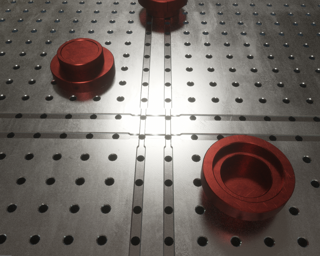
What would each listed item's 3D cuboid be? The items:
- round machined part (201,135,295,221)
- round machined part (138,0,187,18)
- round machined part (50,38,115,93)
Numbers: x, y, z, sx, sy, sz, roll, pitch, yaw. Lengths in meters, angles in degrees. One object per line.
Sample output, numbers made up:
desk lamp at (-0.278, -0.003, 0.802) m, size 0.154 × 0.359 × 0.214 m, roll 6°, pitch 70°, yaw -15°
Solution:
round machined part at (0.095, 0.058, 0.349) m, size 0.099 × 0.042 × 0.098 m, roll 0°, pitch 50°, yaw 0°
round machined part at (0.006, -0.253, 0.609) m, size 0.099 × 0.042 × 0.098 m, roll 0°, pitch 50°, yaw 0°
round machined part at (-0.121, -0.104, 0.482) m, size 0.099 × 0.042 × 0.098 m, roll 0°, pitch 50°, yaw 0°
